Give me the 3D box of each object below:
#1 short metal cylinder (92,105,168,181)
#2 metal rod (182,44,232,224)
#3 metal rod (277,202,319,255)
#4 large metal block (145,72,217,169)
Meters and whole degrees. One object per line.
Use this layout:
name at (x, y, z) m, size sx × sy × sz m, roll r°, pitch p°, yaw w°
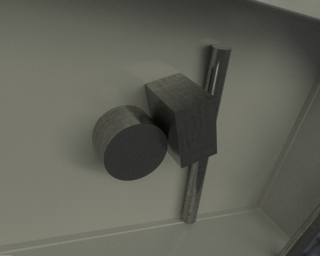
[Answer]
short metal cylinder at (-0.038, 0.018, 0.384) m, size 0.081 × 0.050 × 0.079 m, roll -14°, pitch 125°, yaw -21°
metal rod at (0.064, 0.027, 0.462) m, size 0.025 × 0.025 × 0.298 m, roll -9°, pitch 122°, yaw -24°
metal rod at (0.257, 0.123, 0.475) m, size 0.025 × 0.025 × 0.298 m, roll 20°, pitch 108°, yaw -36°
large metal block at (0.026, -0.012, 0.382) m, size 0.050 × 0.080 × 0.079 m, roll -21°, pitch 127°, yaw -17°
